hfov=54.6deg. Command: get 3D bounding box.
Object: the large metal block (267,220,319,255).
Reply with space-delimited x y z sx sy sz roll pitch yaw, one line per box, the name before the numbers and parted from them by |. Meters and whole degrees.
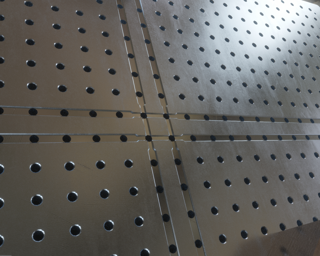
large metal block | 0.172 0.162 0.366 0.050 0.080 0.080 47 51 4
